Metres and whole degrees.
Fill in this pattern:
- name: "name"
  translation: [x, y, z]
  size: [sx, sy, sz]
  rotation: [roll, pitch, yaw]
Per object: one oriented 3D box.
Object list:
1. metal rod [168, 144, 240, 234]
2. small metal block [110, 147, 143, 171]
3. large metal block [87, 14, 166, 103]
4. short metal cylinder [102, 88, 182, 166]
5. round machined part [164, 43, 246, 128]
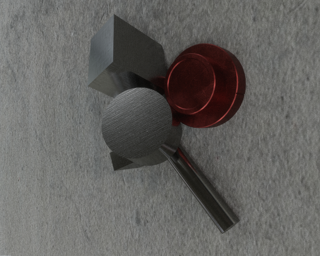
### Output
- name: "metal rod"
  translation: [-0.003, 0.003, 0.408]
  size: [0.025, 0.025, 0.300]
  rotation: [-52, 60, 27]
- name: "small metal block"
  translation: [-0.029, 0.036, 0.413]
  size: [0.050, 0.050, 0.025]
  rotation: [-26, 73, 36]
- name: "large metal block"
  translation: [-0.040, -0.080, 0.388]
  size: [0.050, 0.080, 0.080]
  rotation: [-33, 48, 36]
- name: "short metal cylinder"
  translation: [-0.019, 0.000, 0.356]
  size: [0.080, 0.050, 0.080]
  rotation: [-4, 73, 15]
- name: "round machined part"
  translation: [0.044, -0.049, 0.357]
  size: [0.098, 0.042, 0.097]
  rotation: [0, 90, 39]
